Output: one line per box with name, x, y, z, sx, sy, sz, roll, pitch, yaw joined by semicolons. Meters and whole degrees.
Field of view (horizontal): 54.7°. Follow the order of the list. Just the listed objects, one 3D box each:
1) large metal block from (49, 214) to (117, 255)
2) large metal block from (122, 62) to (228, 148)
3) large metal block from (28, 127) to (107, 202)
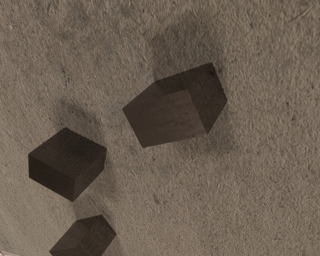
large metal block;-0.142;0.213;0.576;0.080;0.080;0.050;-22;106;36
large metal block;0.019;-0.026;0.344;0.080;0.080;0.050;-14;112;33
large metal block;-0.140;0.054;0.476;0.080;0.080;0.050;26;127;12
